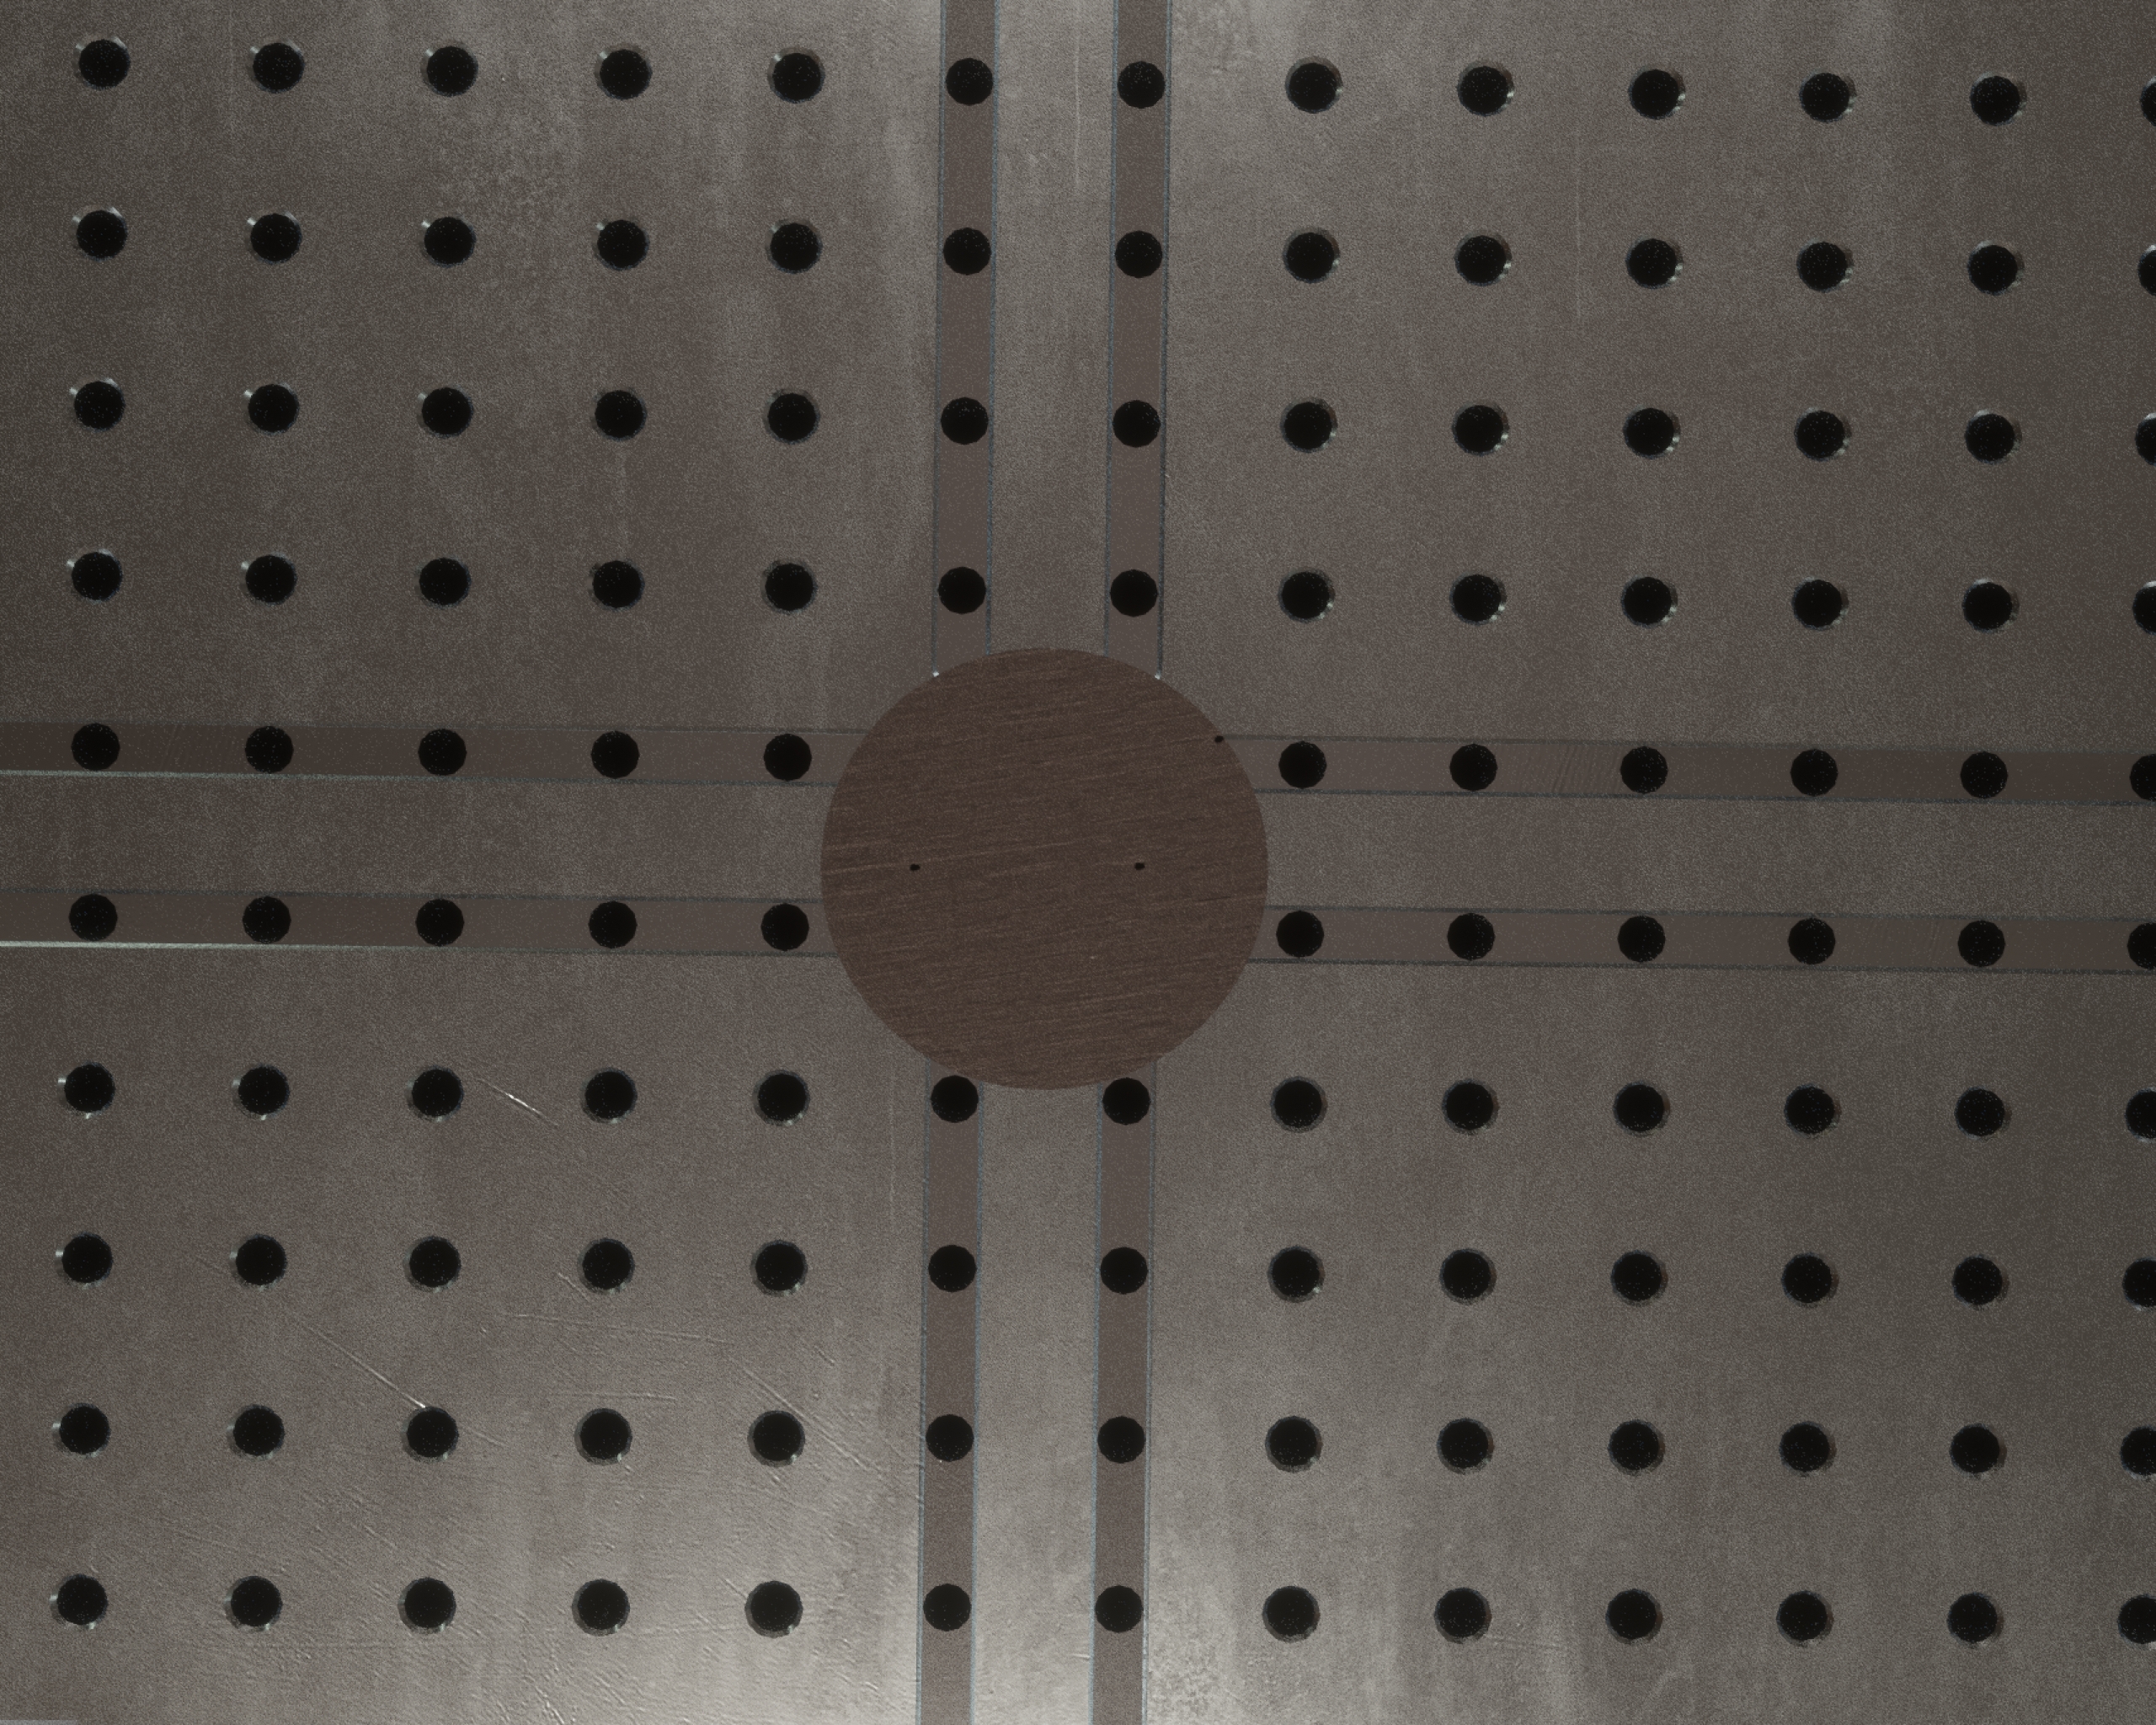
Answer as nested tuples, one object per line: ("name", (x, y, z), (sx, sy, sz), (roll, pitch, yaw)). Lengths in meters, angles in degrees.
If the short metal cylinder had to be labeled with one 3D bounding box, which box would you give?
("short metal cylinder", (-0.006, 0.001, 0.400), (0.081, 0.050, 0.079), (0, 90, -1))
